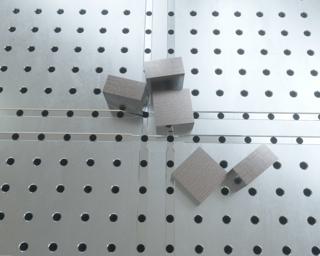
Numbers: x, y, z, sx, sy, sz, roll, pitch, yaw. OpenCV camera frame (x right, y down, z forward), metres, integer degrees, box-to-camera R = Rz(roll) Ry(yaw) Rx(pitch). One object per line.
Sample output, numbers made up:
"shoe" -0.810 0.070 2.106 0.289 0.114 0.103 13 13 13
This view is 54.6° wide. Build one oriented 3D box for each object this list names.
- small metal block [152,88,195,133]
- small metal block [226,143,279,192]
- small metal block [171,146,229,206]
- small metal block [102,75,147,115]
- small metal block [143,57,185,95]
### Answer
"small metal block" 0.017 -0.024 0.421 0.050 0.025 0.050 -6 70 -2
"small metal block" 0.111 0.049 0.381 0.050 0.050 0.025 -36 74 -12
"small metal block" 0.049 0.060 0.390 0.050 0.025 0.050 -42 75 -14
"small metal block" -0.045 -0.043 0.414 0.050 0.050 0.025 13 71 5
"small metal block" 0.005 -0.070 0.424 0.050 0.050 0.025 -8 70 -3
